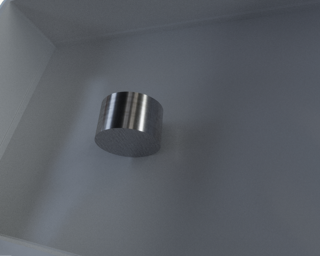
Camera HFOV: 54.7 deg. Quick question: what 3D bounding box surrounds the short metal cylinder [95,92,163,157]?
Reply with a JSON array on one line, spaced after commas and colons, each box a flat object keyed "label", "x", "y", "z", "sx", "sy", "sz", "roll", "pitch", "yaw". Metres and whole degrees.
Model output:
[{"label": "short metal cylinder", "x": -0.037, "y": -0.002, "z": 0.390, "sx": 0.080, "sy": 0.080, "sz": 0.050, "roll": -9, "pitch": 58, "yaw": 23}]
